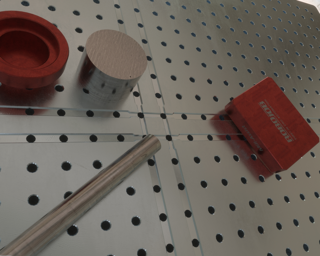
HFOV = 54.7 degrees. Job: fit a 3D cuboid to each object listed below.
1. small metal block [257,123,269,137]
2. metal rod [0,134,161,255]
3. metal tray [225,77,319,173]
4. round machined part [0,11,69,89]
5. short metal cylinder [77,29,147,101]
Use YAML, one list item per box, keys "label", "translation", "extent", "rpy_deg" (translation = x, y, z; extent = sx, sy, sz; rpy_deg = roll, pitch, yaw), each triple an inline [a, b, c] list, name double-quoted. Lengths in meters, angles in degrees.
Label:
- label: "small metal block"
  translation: [0.162, -0.016, 0.508]
  extent: [0.050, 0.025, 0.050]
  rpy_deg: [23, 53, -15]
- label: "metal rod"
  translation: [-0.101, 0.091, 0.298]
  extent: [0.025, 0.025, 0.302]
  rpy_deg: [48, 51, 5]
- label: "metal tray"
  translation: [0.176, -0.006, 0.488]
  extent: [0.091, 0.030, 0.130]
  rpy_deg: [-32, 82, -22]
- label: "round machined part"
  translation: [-0.161, -0.086, 0.364]
  extent: [0.099, 0.042, 0.098]
  rpy_deg: [14, 56, -21]
- label: "short metal cylinder"
  translation: [-0.064, -0.082, 0.409]
  extent: [0.081, 0.050, 0.080]
  rpy_deg: [14, 56, -21]
